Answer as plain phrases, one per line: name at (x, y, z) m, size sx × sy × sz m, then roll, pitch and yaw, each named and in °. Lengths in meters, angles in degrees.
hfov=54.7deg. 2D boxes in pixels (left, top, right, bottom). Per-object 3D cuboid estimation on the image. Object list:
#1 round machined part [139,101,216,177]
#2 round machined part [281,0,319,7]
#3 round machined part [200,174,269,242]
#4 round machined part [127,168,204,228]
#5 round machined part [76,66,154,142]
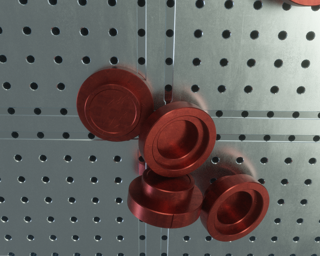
round machined part at (0.019, 0.011, 0.397) m, size 0.099 × 0.042 × 0.097 m, roll -10°, pitch 118°, yaw -19°
round machined part at (0.163, -0.185, 0.339) m, size 0.099 × 0.042 × 0.097 m, roll 0°, pitch 110°, yaw -1°
round machined part at (0.099, 0.106, 0.434) m, size 0.099 × 0.042 × 0.097 m, roll -9°, pitch 116°, yaw -19°
round machined part at (0.008, 0.082, 0.405) m, size 0.099 × 0.098 × 0.042 m, roll 8°, pitch 111°, yaw -3°
round machined part at (-0.057, -0.027, 0.394) m, size 0.099 × 0.042 × 0.097 m, roll 0°, pitch 110°, yaw -1°
